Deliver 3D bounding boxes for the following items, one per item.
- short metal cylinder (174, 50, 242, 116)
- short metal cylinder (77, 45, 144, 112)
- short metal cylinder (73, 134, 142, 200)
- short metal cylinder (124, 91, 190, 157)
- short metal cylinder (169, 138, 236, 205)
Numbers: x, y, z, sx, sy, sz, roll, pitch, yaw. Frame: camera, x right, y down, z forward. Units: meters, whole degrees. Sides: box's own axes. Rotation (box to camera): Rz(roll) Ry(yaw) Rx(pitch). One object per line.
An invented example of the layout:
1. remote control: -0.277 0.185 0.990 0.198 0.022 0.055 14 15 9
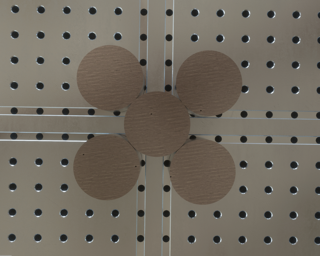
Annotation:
1. short metal cylinder: 0.059 -0.054 0.399 0.081 0.050 0.079 0 90 -1
2. short metal cylinder: -0.061 -0.061 0.399 0.081 0.050 0.079 0 90 -1
3. short metal cylinder: -0.065 0.047 0.399 0.081 0.050 0.079 0 90 -1
4. short metal cylinder: -0.003 -0.005 0.400 0.081 0.050 0.079 0 90 -1
5. short metal cylinder: 0.052 0.053 0.401 0.081 0.050 0.079 0 90 -1
